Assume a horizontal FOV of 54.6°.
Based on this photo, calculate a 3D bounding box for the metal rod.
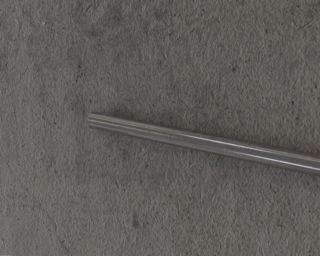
[{"bbox_3d":[0.043,0.016,0.393,0.301,0.025,0.025,11,94,19],"label":"metal rod"}]
